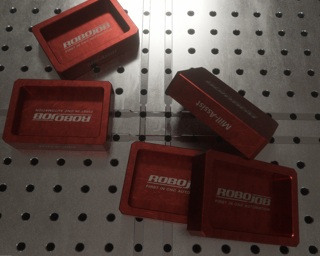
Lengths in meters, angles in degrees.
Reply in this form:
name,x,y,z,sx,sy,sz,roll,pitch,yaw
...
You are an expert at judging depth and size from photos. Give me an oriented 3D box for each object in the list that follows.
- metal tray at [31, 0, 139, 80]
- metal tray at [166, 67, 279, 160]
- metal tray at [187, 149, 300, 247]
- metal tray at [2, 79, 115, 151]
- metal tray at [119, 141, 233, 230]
name,x,y,z,sx,sy,sz,roll,pitch,yaw
metal tray,-0.107,-0.136,0.457,0.131,0.030,0.090,-31,73,-11
metal tray,0.081,-0.025,0.389,0.130,0.090,0.030,40,118,13
metal tray,0.098,0.082,0.351,0.131,0.030,0.090,14,70,-22
metal tray,-0.131,-0.018,0.413,0.131,0.030,0.090,2,70,0
metal tray,0.023,0.071,0.383,0.131,0.030,0.090,8,70,2
